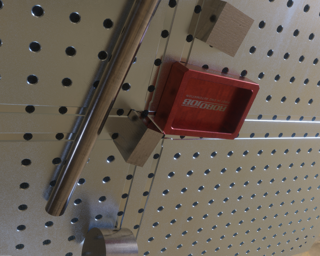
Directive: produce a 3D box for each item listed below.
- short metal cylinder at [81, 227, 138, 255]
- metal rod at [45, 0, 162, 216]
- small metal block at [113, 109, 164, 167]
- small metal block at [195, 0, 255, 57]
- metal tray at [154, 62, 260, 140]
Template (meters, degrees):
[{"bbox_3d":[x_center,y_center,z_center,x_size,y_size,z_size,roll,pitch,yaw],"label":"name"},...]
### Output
[{"bbox_3d":[-0.075,0.187,0.452,0.050,0.080,0.080,14,111,-34],"label":"short metal cylinder"},{"bbox_3d":[-0.071,-0.021,0.360,0.025,0.025,0.298,15,110,-35],"label":"metal rod"},{"bbox_3d":[-0.028,0.012,0.389,0.025,0.050,0.050,23,106,-37],"label":"small metal block"},{"bbox_3d":[0.079,-0.122,0.381,0.050,0.025,0.050,15,110,-35],"label":"small metal block"},{"bbox_3d":[0.066,-0.033,0.425,0.131,0.030,0.089,5,116,-31],"label":"metal tray"}]
